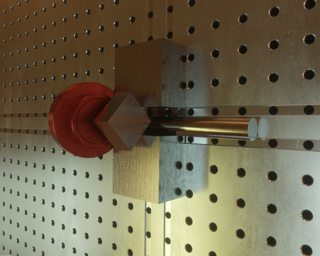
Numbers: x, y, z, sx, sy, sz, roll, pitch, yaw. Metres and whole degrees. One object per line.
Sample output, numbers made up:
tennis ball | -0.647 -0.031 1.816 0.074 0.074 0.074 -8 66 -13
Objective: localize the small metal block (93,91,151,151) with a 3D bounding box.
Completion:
small metal block | -0.044 -0.008 0.372 0.025 0.050 0.050 1 47 40

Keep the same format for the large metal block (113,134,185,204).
large metal block | -0.016 0.048 0.406 0.080 0.050 0.079 2 91 40

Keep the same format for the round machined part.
round machined part | -0.087 -0.010 0.396 0.042 0.099 0.097 7 95 54

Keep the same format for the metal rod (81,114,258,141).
metal rod | -0.017 -0.004 0.423 0.300 0.025 0.025 3 92 40

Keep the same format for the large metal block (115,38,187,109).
large metal block | -0.013 -0.066 0.404 0.080 0.050 0.079 1 91 40
